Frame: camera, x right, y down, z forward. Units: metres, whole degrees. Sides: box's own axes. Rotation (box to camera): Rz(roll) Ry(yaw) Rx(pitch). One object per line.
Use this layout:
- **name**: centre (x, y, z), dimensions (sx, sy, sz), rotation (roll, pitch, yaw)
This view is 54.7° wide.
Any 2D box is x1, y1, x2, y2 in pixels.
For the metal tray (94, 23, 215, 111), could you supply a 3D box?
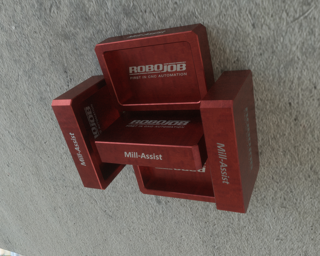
- **metal tray**: centre (-0.005, -0.067, 0.367), dimensions (0.130, 0.030, 0.089), rotation (0, 122, 28)

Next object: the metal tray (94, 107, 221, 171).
- **metal tray**: centre (0.000, 0.008, 0.373), dimensions (0.130, 0.090, 0.030), rotation (1, 120, 27)

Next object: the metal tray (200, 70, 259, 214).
- **metal tray**: centre (0.080, 0.013, 0.332), dimensions (0.030, 0.090, 0.129), rotation (1, 119, 28)

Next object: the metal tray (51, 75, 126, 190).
- **metal tray**: centre (-0.082, 0.005, 0.413), dimensions (0.030, 0.090, 0.129), rotation (1, 119, 27)

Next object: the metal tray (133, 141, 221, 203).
- **metal tray**: centre (0.025, 0.053, 0.426), dimensions (0.130, 0.030, 0.089), rotation (1, 118, 27)
